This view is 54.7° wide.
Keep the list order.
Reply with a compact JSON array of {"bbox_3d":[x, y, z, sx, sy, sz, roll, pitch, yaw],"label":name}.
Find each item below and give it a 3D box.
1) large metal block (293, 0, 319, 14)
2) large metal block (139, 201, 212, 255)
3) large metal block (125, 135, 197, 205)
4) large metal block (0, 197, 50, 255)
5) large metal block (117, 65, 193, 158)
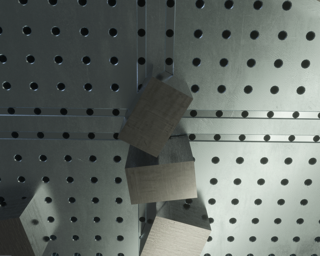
[{"bbox_3d":[0.183,-0.177,0.338,0.080,0.050,0.079,23,108,-9],"label":"large metal block"},{"bbox_3d":[0.020,0.157,0.458,0.080,0.050,0.079,17,109,-7],"label":"large metal block"},{"bbox_3d":[0.002,0.051,0.403,0.080,0.080,0.050,-6,110,2],"label":"large metal block"},{"bbox_3d":[-0.221,0.155,0.454,0.080,0.050,0.079,-10,110,3],"label":"large metal block"},{"bbox_3d":[-0.006,-0.024,0.375,0.050,0.080,0.080,28,108,-10],"label":"large metal block"}]
